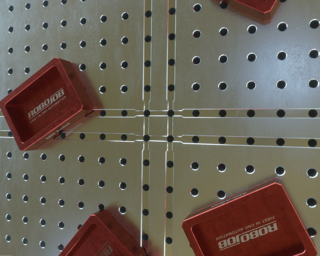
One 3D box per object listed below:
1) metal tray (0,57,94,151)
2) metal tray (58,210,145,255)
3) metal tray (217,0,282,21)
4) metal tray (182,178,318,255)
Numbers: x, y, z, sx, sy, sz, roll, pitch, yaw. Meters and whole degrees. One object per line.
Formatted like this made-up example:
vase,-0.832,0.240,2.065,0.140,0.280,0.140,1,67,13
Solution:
metal tray,-0.175,-0.034,0.472,0.130,0.030,0.090,-32,80,17
metal tray,-0.095,0.194,0.443,0.090,0.030,0.130,42,103,15
metal tray,0.121,-0.206,0.367,0.090,0.030,0.129,32,100,17
metal tray,0.103,0.128,0.373,0.130,0.030,0.090,-28,81,17
